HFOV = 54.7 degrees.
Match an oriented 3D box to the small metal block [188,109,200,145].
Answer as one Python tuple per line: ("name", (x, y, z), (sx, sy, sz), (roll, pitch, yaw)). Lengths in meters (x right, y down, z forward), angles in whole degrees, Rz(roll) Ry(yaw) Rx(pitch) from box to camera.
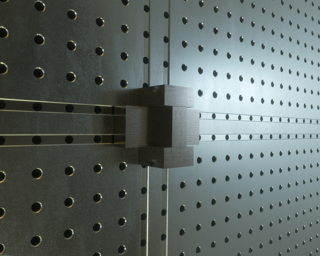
("small metal block", (0.029, -0.001, 0.435), (0.050, 0.025, 0.050), (1, 89, -40))

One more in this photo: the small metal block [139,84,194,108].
("small metal block", (0.008, -0.039, 0.401), (0.050, 0.050, 0.025), (1, 90, -40))

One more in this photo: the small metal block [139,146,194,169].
("small metal block", (0.008, 0.036, 0.401), (0.050, 0.050, 0.025), (1, 90, -40))

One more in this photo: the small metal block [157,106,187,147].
("small metal block", (0.008, -0.002, 0.401), (0.025, 0.050, 0.050), (1, 90, -40))

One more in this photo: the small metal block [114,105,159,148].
("small metal block", (-0.029, -0.002, 0.386), (0.050, 0.025, 0.050), (1, 90, -40))
